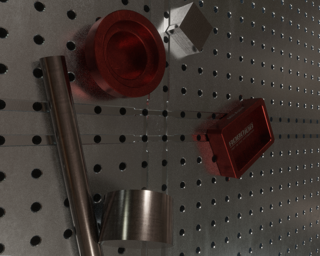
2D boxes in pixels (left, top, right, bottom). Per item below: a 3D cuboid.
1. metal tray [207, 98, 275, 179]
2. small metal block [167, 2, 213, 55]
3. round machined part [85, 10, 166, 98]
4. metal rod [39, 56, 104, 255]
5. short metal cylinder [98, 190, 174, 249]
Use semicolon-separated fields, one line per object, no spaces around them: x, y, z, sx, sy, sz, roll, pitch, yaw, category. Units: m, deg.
0.142;0.014;0.527;0.131;0.030;0.090;-34;111;-35;metal tray
0.044;-0.143;0.448;0.050;0.025;0.050;41;65;-33;small metal block
-0.043;-0.083;0.363;0.099;0.042;0.097;0;90;-40;round machined part
-0.087;0.074;0.337;0.025;0.025;0.298;-16;100;-39;metal rod
-0.025;0.104;0.347;0.080;0.080;0.050;25;55;-38;short metal cylinder
